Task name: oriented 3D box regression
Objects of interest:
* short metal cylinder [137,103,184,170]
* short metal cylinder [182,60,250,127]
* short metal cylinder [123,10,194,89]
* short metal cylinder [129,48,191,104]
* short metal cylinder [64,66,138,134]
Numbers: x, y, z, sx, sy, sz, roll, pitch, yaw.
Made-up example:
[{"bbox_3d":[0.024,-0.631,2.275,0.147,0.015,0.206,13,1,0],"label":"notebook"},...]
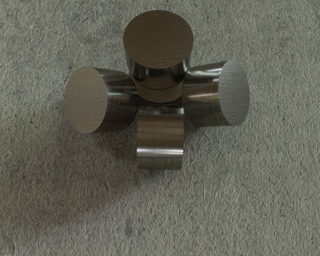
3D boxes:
[{"bbox_3d":[0.001,0.010,0.375,0.050,0.080,0.080,2,70,0],"label":"short metal cylinder"},{"bbox_3d":[0.072,-0.042,0.390,0.050,0.080,0.080,-2,64,41],"label":"short metal cylinder"},{"bbox_3d":[-0.002,-0.094,0.377,0.081,0.050,0.080,0,70,0],"label":"short metal cylinder"},{"bbox_3d":[0.000,-0.060,0.418,0.081,0.050,0.080,0,70,0],"label":"short metal cylinder"},{"bbox_3d":[-0.074,-0.034,0.386,0.080,0.050,0.079,2,93,38],"label":"short metal cylinder"}]
